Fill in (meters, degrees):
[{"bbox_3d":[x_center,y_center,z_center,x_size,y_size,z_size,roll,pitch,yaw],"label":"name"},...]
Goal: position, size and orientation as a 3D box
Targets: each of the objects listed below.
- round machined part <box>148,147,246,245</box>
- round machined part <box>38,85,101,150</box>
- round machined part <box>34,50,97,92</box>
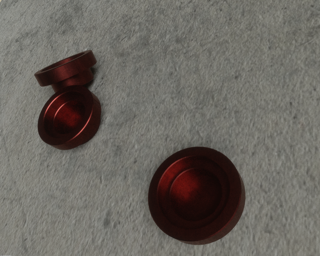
[{"bbox_3d":[0.041,0.072,0.327,0.098,0.042,0.098,-13,56,20],"label":"round machined part"},{"bbox_3d":[-0.129,-0.012,0.463,0.098,0.042,0.098,-11,61,21],"label":"round machined part"},{"bbox_3d":[-0.147,-0.088,0.504,0.098,0.042,0.098,-19,22,8],"label":"round machined part"}]
